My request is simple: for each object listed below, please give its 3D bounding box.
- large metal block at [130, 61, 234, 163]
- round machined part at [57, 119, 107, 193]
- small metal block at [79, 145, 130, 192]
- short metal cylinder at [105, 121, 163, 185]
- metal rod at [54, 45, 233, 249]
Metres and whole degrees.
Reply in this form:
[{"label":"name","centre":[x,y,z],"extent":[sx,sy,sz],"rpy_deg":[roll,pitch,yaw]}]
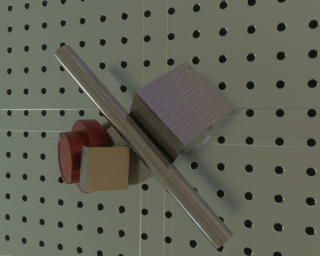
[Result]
[{"label":"large metal block","centre":[0.023,-0.020,0.364],"extent":[0.080,0.050,0.080],"rpy_deg":[-35,75,-28]},{"label":"round machined part","centre":[-0.106,0.038,0.409],"extent":[0.098,0.042,0.097],"rpy_deg":[10,102,57]},{"label":"small metal block","centre":[-0.065,0.046,0.363],"extent":[0.025,0.050,0.050],"rpy_deg":[5,93,60]},{"label":"short metal cylinder","centre":[-0.032,0.031,0.406],"extent":[0.080,0.050,0.079],"rpy_deg":[0,90,20]},{"label":"metal rod","centre":[-0.028,0.012,0.365],"extent":[0.025,0.025,0.300],"rpy_deg":[-45,76,14]}]
